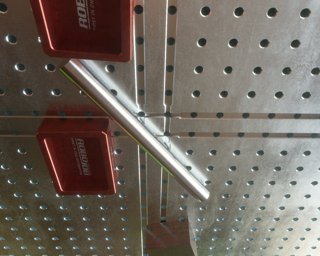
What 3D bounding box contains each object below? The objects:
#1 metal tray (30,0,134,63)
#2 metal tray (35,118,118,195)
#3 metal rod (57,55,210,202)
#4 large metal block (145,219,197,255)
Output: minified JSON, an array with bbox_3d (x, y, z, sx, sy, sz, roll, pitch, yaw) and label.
[{"bbox_3d":[-0.070,-0.122,0.284,0.091,0.030,0.129,4,142,-3],"label":"metal tray"},{"bbox_3d":[-0.113,0.045,0.444,0.091,0.030,0.129,-1,130,0],"label":"metal tray"},{"bbox_3d":[-0.018,0.017,0.426,0.025,0.025,0.300,-29,125,22],"label":"metal rod"},{"bbox_3d":[0.023,0.221,0.584,0.080,0.050,0.080,-11,130,9],"label":"large metal block"}]
